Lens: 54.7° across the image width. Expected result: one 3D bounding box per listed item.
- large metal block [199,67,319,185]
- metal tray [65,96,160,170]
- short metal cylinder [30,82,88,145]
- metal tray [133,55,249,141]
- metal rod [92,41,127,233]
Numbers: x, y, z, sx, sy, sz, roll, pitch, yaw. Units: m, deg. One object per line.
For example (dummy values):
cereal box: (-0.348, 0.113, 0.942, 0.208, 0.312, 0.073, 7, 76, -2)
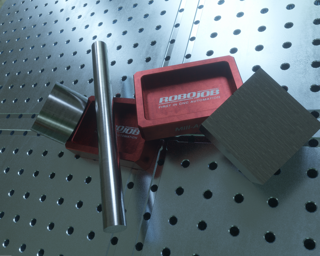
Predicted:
large metal block: (0.098, 0.000, 0.318, 0.080, 0.050, 0.080, -44, 82, -2)
metal tray: (-0.062, 0.003, 0.435, 0.130, 0.030, 0.090, 7, 65, 31)
short metal cylinder: (-0.149, -0.022, 0.461, 0.080, 0.050, 0.080, -49, 23, 31)
metal tray: (0.036, -0.039, 0.386, 0.131, 0.030, 0.090, -10, 56, 3)
metal rod: (-0.073, -0.012, 0.415, 0.025, 0.025, 0.299, -23, 53, 15)
